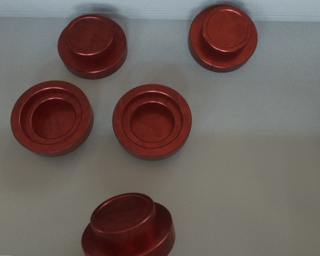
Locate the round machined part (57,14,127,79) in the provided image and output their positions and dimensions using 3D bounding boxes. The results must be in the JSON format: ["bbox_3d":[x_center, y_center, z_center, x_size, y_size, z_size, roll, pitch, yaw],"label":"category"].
[{"bbox_3d":[-0.098,-0.122,0.444,0.099,0.042,0.098,0,70,-1],"label":"round machined part"}]

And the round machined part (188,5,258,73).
[{"bbox_3d":[0.091,-0.132,0.442,0.099,0.042,0.097,0,79,-2],"label":"round machined part"}]

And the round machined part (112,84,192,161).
[{"bbox_3d":[-0.010,-0.005,0.402,0.099,0.042,0.098,0,70,-1],"label":"round machined part"}]

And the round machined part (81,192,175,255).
[{"bbox_3d":[-0.035,0.105,0.330,0.099,0.098,0.042,-13,110,-5],"label":"round machined part"}]

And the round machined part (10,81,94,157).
[{"bbox_3d":[-0.135,-0.009,0.402,0.099,0.042,0.098,0,70,-1],"label":"round machined part"}]
